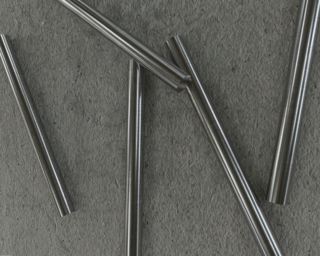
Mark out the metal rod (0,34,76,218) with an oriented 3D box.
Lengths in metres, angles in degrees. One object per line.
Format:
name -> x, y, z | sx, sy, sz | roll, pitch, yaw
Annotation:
metal rod -> -0.196, -0.008, 0.477 | 0.025, 0.025, 0.299 | -26, 82, 18

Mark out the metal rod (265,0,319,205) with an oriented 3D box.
metal rod -> 0.158, -0.062, 0.352 | 0.025, 0.025, 0.298 | 10, 93, 19

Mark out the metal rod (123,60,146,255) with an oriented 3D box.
metal rod -> -0.034, 0.059, 0.421 | 0.025, 0.025, 0.298 | 1, 90, 20

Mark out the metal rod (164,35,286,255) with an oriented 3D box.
metal rod -> 0.077, 0.022, 0.381 | 0.025, 0.025, 0.299 | -26, 81, 18

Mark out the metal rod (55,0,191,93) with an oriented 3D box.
metal rod -> -0.080, -0.142, 0.424 | 0.300, 0.025, 0.025 | 40, 103, 20
